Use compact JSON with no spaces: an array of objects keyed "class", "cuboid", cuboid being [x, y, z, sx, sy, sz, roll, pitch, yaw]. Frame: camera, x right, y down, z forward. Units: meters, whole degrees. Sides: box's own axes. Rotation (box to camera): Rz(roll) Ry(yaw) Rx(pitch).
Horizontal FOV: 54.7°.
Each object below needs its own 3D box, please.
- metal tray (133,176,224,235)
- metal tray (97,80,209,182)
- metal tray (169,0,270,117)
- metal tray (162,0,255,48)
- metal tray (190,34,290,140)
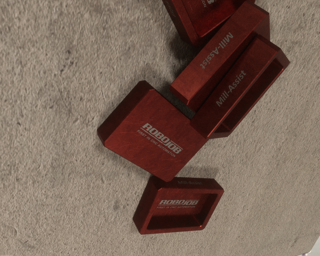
[{"class":"metal tray","cuboid":[0.031,0.124,0.499,0.131,0.030,0.089,8,114,-33]},{"class":"metal tray","cuboid":[-0.005,0.009,0.409,0.090,0.030,0.130,-48,129,6]},{"class":"metal tray","cuboid":[0.076,-0.075,0.375,0.130,0.030,0.090,-48,158,6]},{"class":"metal tray","cuboid":[0.041,-0.163,0.326,0.090,0.030,0.130,-38,130,-3]},{"class":"metal tray","cuboid":[0.102,-0.045,0.390,0.129,0.030,0.090,-54,157,18]}]
